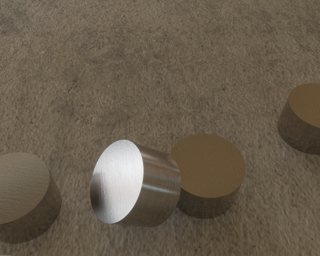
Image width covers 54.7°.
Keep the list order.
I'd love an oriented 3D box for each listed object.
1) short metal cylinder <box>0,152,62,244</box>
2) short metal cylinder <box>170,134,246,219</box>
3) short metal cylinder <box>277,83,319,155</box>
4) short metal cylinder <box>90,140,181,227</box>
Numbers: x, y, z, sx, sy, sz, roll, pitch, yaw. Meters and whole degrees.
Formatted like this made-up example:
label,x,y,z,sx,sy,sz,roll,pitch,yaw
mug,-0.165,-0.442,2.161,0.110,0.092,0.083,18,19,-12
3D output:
label,x,y,z,sx,sy,sz,roll,pitch,yaw
short metal cylinder,-0.150,0.072,0.324,0.081,0.050,0.080,0,50,0
short metal cylinder,0.049,0.053,0.343,0.081,0.050,0.080,0,50,0
short metal cylinder,0.200,-0.012,0.400,0.081,0.050,0.080,0,50,0
short metal cylinder,-0.026,0.057,0.311,0.050,0.080,0.080,23,35,-41
